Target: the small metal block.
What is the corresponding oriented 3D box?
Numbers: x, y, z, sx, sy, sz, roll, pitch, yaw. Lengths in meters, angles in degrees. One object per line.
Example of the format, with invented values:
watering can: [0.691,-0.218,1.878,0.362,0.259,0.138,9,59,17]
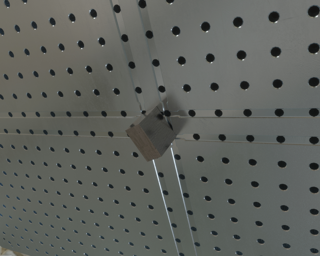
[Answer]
small metal block: [-0.010,0.007,0.405,0.025,0.050,0.050,-25,105,37]
